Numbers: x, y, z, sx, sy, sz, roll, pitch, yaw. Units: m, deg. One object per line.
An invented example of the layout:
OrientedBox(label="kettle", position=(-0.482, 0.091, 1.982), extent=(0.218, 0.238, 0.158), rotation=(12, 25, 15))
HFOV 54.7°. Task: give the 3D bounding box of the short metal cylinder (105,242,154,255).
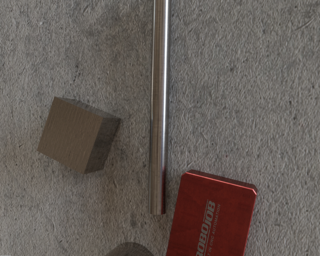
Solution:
OrientedBox(label="short metal cylinder", position=(-0.046, 0.200, 0.411), extent=(0.080, 0.050, 0.079), rotation=(0, 90, 19))

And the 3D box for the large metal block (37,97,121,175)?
OrientedBox(label="large metal block", position=(-0.113, 0.009, 0.434), extent=(0.080, 0.050, 0.080), rotation=(23, 97, 18))

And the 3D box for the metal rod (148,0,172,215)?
OrientedBox(label="metal rod", position=(0.000, -0.038, 0.408), extent=(0.025, 0.025, 0.298), rotation=(2, 90, 19))

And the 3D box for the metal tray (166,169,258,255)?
OrientedBox(label="metal tray", position=(0.062, 0.125, 0.384), extent=(0.090, 0.030, 0.129), rotation=(12, 94, 19))
